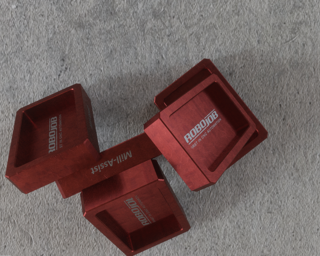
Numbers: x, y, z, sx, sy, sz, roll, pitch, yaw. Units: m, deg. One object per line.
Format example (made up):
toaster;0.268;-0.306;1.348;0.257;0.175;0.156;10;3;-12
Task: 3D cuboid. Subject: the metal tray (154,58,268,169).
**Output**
metal tray;0.065;-0.014;0.409;0.090;0.030;0.130;-38;91;-1

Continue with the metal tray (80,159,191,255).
metal tray;-0.023;0.100;0.367;0.090;0.030;0.130;-25;135;0

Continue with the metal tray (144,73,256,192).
metal tray;0.052;-0.001;0.356;0.090;0.030;0.131;52;45;-1

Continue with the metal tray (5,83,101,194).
metal tray;-0.124;0.005;0.362;0.090;0.130;0.030;-24;129;-1

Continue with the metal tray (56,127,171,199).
metal tray;-0.052;0.037;0.378;0.131;0.090;0.030;-25;90;0
